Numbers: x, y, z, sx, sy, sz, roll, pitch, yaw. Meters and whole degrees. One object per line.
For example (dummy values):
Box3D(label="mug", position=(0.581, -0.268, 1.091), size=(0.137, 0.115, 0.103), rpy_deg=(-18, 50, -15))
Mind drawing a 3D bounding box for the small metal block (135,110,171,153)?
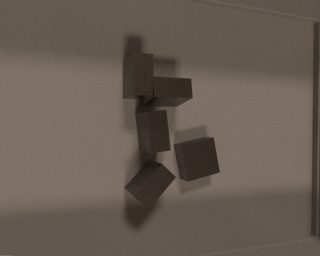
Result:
Box3D(label="small metal block", position=(-0.010, 0.004, 0.395), size=(0.025, 0.050, 0.050), rpy_deg=(-7, 93, -20))

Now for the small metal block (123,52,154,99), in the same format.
Box3D(label="small metal block", position=(-0.028, -0.063, 0.388), size=(0.025, 0.050, 0.050), rpy_deg=(0, 90, -20))

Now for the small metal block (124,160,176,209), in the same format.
Box3D(label="small metal block", position=(-0.014, 0.070, 0.393), size=(0.025, 0.050, 0.050), rpy_deg=(46, 76, -15))

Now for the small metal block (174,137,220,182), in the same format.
Box3D(label="small metal block", position=(0.051, 0.042, 0.431), size=(0.050, 0.025, 0.050), rpy_deg=(-12, 94, -20))

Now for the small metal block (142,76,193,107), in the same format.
Box3D(label="small metal block", position=(0.008, -0.045, 0.399), size=(0.050, 0.050, 0.025), rpy_deg=(0, 81, -21))
